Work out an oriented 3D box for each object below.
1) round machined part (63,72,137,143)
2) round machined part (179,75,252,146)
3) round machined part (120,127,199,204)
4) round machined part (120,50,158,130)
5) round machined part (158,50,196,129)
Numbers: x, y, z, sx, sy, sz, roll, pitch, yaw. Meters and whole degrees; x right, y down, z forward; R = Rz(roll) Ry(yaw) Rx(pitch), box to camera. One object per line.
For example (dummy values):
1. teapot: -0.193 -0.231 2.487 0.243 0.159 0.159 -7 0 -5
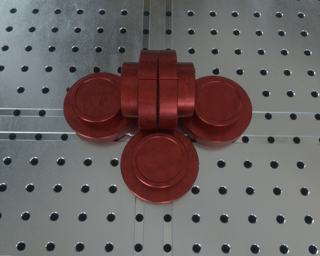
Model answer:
1. round machined part: -0.080 -0.032 0.413 0.099 0.042 0.098 0 70 -1
2. round machined part: 0.074 -0.028 0.413 0.099 0.042 0.098 0 70 -1
3. round machined part: 0.000 0.044 0.386 0.099 0.042 0.098 0 70 -1
4. round machined part: -0.024 -0.047 0.383 0.042 0.098 0.098 1 70 0
5. round machined part: 0.020 -0.047 0.385 0.042 0.098 0.098 -1 70 -1
